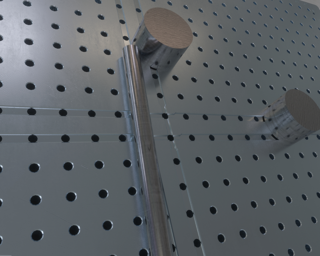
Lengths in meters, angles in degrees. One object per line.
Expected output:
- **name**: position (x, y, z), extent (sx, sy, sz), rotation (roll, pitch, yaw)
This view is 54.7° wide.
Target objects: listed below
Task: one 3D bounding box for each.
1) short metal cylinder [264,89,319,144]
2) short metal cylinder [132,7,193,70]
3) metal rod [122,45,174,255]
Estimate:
- **short metal cylinder**: position (0.226, -0.019, 0.526), extent (0.081, 0.050, 0.080), rotation (14, 56, -21)
- **short metal cylinder**: position (0.003, -0.137, 0.478), extent (0.081, 0.050, 0.080), rotation (14, 56, -21)
- **metal rod**: position (-0.019, 0.018, 0.386), extent (0.025, 0.025, 0.299), rotation (4, 60, -26)
